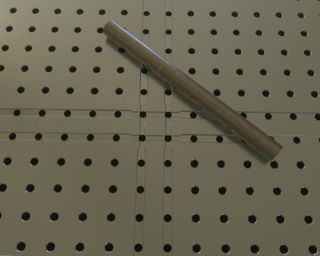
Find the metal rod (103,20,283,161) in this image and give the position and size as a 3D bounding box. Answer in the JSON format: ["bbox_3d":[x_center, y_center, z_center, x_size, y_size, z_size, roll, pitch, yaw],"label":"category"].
[{"bbox_3d":[0.037,-0.059,0.433,0.300,0.025,0.025,39,74,12],"label":"metal rod"}]
